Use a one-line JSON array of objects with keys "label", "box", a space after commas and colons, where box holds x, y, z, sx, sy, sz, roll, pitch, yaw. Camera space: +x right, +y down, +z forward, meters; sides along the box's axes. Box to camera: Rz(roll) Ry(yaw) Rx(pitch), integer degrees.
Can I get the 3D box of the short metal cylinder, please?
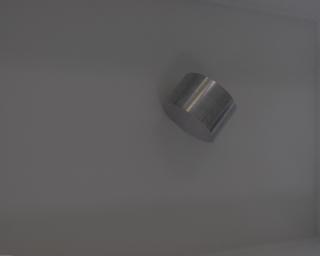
[{"label": "short metal cylinder", "box": [0.050, -0.025, 0.399, 0.080, 0.080, 0.050, 41, 77, -16]}]
